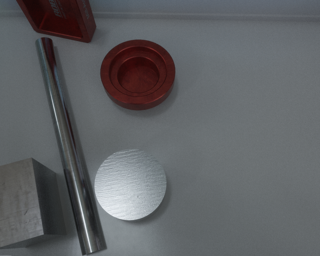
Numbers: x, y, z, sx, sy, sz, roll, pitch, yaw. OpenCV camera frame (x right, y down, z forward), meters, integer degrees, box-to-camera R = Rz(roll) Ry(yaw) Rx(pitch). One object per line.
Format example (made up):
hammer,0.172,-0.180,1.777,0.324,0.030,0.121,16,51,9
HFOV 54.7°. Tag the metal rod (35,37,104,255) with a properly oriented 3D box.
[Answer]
metal rod,-0.123,0.009,0.404,0.025,0.025,0.299,-17,71,-6

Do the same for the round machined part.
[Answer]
round machined part,-0.029,-0.069,0.425,0.099,0.042,0.098,0,70,-1

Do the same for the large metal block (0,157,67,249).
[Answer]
large metal block,-0.148,0.087,0.347,0.050,0.080,0.080,-15,71,-6

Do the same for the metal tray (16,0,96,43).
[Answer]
metal tray,-0.144,-0.172,0.415,0.090,0.130,0.030,13,71,4

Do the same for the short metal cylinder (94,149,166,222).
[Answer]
short metal cylinder,-0.033,0.070,0.370,0.081,0.050,0.080,0,70,0
